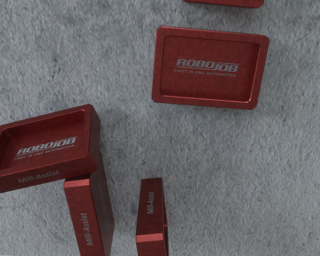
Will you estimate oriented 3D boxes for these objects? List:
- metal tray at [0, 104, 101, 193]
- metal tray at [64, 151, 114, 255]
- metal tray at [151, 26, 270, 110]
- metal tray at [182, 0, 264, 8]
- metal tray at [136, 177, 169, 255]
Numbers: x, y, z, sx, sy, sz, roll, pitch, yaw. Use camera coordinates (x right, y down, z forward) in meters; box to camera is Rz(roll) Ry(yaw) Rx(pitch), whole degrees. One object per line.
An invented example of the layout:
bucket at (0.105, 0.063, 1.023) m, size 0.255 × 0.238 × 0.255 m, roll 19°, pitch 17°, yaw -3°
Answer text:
metal tray at (-0.141, 0.023, 0.379) m, size 0.131 × 0.090 × 0.030 m, roll -13°, pitch 135°, yaw 4°
metal tray at (-0.089, 0.106, 0.412) m, size 0.030 × 0.090 × 0.129 m, roll -7°, pitch 110°, yaw 0°
metal tray at (0.058, -0.073, 0.380) m, size 0.131 × 0.030 × 0.089 m, roll 4°, pitch 110°, yaw -2°
metal tray at (0.074, -0.201, 0.333) m, size 0.091 × 0.030 × 0.129 m, roll 4°, pitch 110°, yaw -2°
metal tray at (-0.007, 0.135, 0.403) m, size 0.030 × 0.130 × 0.089 m, roll -6°, pitch 110°, yaw 2°
